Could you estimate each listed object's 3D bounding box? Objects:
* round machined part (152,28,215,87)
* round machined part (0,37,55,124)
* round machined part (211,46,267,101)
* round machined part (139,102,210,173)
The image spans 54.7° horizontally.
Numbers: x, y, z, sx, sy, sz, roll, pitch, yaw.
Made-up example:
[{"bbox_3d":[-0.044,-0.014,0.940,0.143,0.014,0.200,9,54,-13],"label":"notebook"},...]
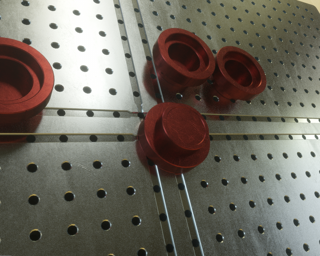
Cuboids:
[{"bbox_3d":[0.033,-0.103,0.480,0.099,0.042,0.098,14,56,-21],"label":"round machined part"},{"bbox_3d":[-0.169,-0.047,0.335,0.099,0.042,0.098,14,56,-21],"label":"round machined part"},{"bbox_3d":[0.126,-0.086,0.520,0.099,0.042,0.098,14,56,-21],"label":"round machined part"},{"bbox_3d":[0.025,0.006,0.409,0.099,0.042,0.098,14,56,-21],"label":"round machined part"}]
